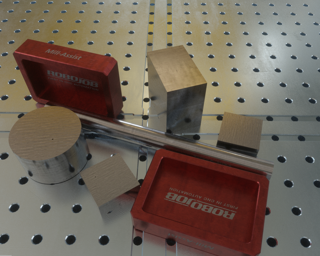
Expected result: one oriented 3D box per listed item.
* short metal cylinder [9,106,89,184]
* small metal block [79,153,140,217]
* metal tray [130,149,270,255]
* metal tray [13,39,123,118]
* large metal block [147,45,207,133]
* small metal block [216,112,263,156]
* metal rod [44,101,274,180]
[{"bbox_3d":[-0.131,0.020,0.373,0.080,0.050,0.080,0,50,0],"label":"short metal cylinder"},{"bbox_3d":[-0.057,0.064,0.354,0.050,0.025,0.050,-26,55,-20],"label":"small metal block"},{"bbox_3d":[0.045,0.080,0.336,0.131,0.030,0.090,14,52,11],"label":"metal tray"},{"bbox_3d":[-0.119,-0.062,0.415,0.131,0.090,0.030,14,52,12],"label":"metal tray"},{"bbox_3d":[0.020,-0.051,0.417,0.050,0.080,0.080,-14,52,-12],"label":"large metal block"},{"bbox_3d":[0.102,0.010,0.399,0.050,0.025,0.050,13,51,11],"label":"small metal block"},{"bbox_3d":[-0.012,0.013,0.396,0.301,0.025,0.025,15,52,12],"label":"metal rod"}]
